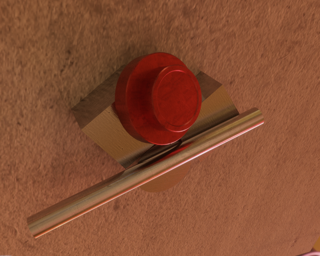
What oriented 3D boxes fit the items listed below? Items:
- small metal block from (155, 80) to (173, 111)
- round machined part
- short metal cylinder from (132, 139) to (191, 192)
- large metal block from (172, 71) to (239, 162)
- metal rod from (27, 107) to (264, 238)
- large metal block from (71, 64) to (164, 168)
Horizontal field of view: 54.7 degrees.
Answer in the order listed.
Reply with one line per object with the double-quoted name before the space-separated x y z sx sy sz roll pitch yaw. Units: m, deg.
"small metal block" 0.011 -0.054 0.381 0.050 0.025 0.050 -40 130 -1
"round machined part" 0.006 -0.030 0.326 0.099 0.042 0.097 -3 94 -40
"short metal cylinder" -0.005 0.039 0.414 0.081 0.050 0.079 -14 125 -21
"large metal block" 0.055 -0.015 0.415 0.080 0.050 0.080 -41 130 0
"metal rod" -0.005 0.046 0.370 0.302 0.025 0.025 -25 128 -13
"large metal block" -0.041 -0.012 0.362 0.080 0.050 0.080 -41 130 -1
